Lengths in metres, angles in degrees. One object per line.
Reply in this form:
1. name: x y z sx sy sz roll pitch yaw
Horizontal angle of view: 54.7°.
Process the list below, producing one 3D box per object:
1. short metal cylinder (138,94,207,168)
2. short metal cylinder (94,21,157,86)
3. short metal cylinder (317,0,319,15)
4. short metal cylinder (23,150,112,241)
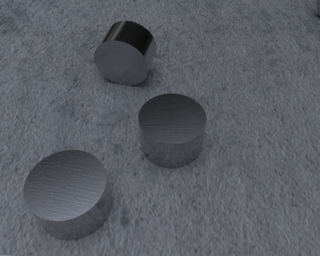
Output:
1. short metal cylinder: 0.015 0.003 0.385 0.081 0.050 0.080 0 50 0
2. short metal cylinder: -0.050 -0.109 0.459 0.080 0.080 0.050 10 51 8
3. short metal cylinder: 0.343 -0.238 0.572 0.050 0.080 0.080 -31 57 -23
4. short metal cylinder: -0.094 0.070 0.327 0.081 0.050 0.080 0 50 0
